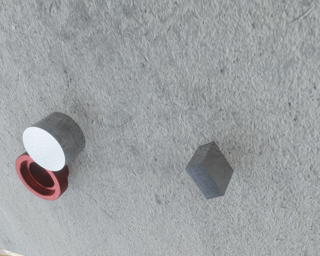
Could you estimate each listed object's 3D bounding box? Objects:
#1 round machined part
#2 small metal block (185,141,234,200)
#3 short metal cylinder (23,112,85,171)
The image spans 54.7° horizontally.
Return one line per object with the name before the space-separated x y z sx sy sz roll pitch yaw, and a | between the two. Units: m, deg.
round machined part | -0.203 0.078 0.551 0.098 0.042 0.097 13 124 21
small metal block | 0.064 0.053 0.390 0.025 0.050 0.050 -26 105 37
short metal cylinder | -0.167 0.021 0.492 0.080 0.050 0.079 13 124 21
